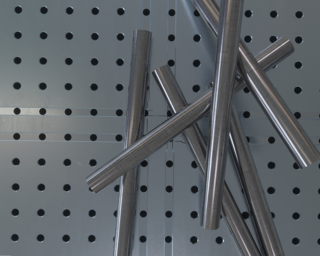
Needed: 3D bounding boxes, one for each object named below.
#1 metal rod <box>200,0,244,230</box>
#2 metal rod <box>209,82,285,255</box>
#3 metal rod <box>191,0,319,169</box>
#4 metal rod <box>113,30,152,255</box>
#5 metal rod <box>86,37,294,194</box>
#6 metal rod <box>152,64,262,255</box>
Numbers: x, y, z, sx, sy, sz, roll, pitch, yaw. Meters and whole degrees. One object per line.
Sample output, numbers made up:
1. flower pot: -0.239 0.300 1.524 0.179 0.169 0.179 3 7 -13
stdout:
1. metal rod: 0.072 -0.020 0.365 0.025 0.025 0.298 3 103 0
2. metal rod: 0.124 0.079 0.414 0.025 0.025 0.299 -18 90 0
3. metal rod: 0.093 -0.089 0.369 0.025 0.025 0.299 -27 72 0
4. metal rod: -0.036 0.022 0.413 0.025 0.025 0.298 5 90 0
5. metal rod: 0.038 -0.016 0.387 0.301 0.025 0.025 -36 90 -1
6. metal rod: 0.066 0.056 0.413 0.025 0.025 0.299 -26 90 0
